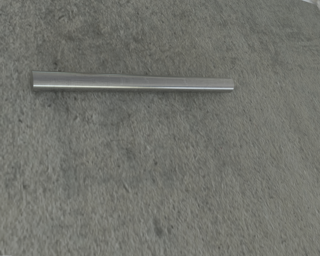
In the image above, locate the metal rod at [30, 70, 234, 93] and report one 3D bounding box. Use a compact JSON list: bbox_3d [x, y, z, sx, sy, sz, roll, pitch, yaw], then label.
[{"bbox_3d":[-0.017,-0.062,0.433,0.303,0.025,0.025,-3,64,-30],"label":"metal rod"}]
